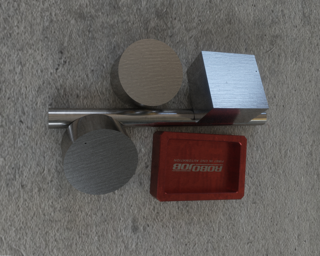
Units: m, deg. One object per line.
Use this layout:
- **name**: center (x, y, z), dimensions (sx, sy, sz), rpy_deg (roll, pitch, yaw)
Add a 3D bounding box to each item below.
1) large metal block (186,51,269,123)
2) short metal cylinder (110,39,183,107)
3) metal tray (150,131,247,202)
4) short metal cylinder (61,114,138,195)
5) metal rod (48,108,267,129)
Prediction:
- **large metal block**: center (0.088, -0.053, 0.416), dimensions (0.081, 0.050, 0.080), rpy_deg (-1, 69, -20)
- **short metal cylinder**: center (-0.018, -0.066, 0.390), dimensions (0.081, 0.050, 0.080), rpy_deg (0, 90, -20)
- **metal tray**: center (0.055, 0.052, 0.427), dimensions (0.131, 0.030, 0.089), rpy_deg (4, 89, -20)
- **short metal cylinder**: center (-0.071, 0.029, 0.358), dimensions (0.081, 0.050, 0.079), rpy_deg (-8, 113, -18)
- **metal rod**: center (0.011, -0.014, 0.416), dimensions (0.303, 0.025, 0.025), rpy_deg (-1, 91, -20)
